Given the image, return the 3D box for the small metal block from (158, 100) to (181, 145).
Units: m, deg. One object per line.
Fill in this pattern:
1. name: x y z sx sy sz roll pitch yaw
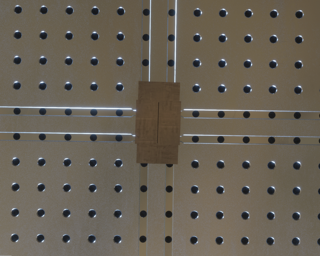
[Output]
1. small metal block: 0.011 -0.006 0.376 0.025 0.050 0.050 2 90 1

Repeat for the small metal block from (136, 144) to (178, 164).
1. small metal block: -0.003 0.031 0.400 0.050 0.050 0.025 2 90 0

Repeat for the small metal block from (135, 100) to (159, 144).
1. small metal block: -0.015 -0.007 0.375 0.025 0.050 0.050 2 90 0

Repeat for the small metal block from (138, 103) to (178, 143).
1. small metal block: -0.003 -0.007 0.413 0.050 0.025 0.050 2 90 1

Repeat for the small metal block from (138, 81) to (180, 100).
1. small metal block: -0.001 -0.044 0.400 0.050 0.050 0.025 2 90 0
